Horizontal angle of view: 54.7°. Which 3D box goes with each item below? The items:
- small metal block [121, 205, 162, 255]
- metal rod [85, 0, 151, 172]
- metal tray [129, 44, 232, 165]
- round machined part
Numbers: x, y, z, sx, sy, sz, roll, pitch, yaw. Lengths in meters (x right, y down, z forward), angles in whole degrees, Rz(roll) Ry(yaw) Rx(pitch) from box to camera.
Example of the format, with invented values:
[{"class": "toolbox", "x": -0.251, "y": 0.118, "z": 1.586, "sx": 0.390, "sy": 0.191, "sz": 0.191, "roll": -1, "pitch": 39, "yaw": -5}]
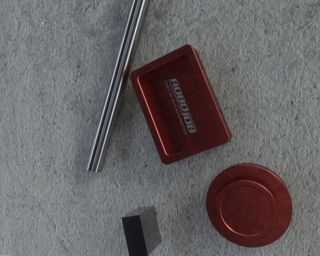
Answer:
[{"class": "small metal block", "x": -0.023, "y": 0.133, "z": 0.404, "sx": 0.025, "sy": 0.050, "sz": 0.050, "roll": -14, "pitch": 86, "yaw": 19}, {"class": "metal rod", "x": -0.052, "y": -0.083, "z": 0.427, "sx": 0.025, "sy": 0.025, "sz": 0.298, "roll": 19, "pitch": 96, "yaw": 19}, {"class": "metal tray", "x": 0.026, "y": -0.028, "z": 0.397, "sx": 0.090, "sy": 0.030, "sz": 0.129, "roll": -23, "pitch": 82, "yaw": 18}, {"class": "round machined part", "x": 0.103, "y": 0.092, "z": 0.364, "sx": 0.098, "sy": 0.042, "sz": 0.097, "roll": 0, "pitch": 90, "yaw": 20}]
